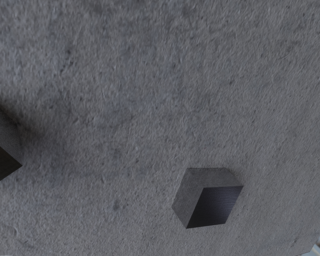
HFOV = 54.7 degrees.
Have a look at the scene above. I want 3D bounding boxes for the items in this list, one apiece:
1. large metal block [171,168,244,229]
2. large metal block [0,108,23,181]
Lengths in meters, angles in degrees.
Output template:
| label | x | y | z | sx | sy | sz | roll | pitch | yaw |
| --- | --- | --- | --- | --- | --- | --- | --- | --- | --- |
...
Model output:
| label | x | y | z | sx | sy | sz | roll | pitch | yaw |
| --- | --- | --- | --- | --- | --- | --- | --- | --- | --- |
| large metal block | 0.076 | 0.112 | 0.504 | 0.081 | 0.050 | 0.079 | 4 | 116 | -31 |
| large metal block | -0.181 | 0.021 | 0.285 | 0.080 | 0.080 | 0.050 | -35 | 129 | -6 |
